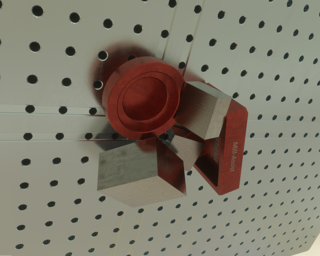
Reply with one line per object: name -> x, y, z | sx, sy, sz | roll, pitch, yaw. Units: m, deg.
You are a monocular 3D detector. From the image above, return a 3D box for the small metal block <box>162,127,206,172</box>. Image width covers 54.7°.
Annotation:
small metal block -> 0.029, 0.030, 0.441 | 0.050, 0.025, 0.050 | 17, 114, -24

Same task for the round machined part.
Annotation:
round machined part -> -0.021, -0.038, 0.366 | 0.099, 0.042, 0.097 | -14, 125, -21

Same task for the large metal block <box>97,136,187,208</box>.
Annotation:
large metal block -> -0.021, 0.059, 0.392 | 0.080, 0.050, 0.080 | -17, 146, 21

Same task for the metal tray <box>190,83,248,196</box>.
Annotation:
metal tray -> 0.073, 0.015, 0.420 | 0.030, 0.090, 0.129 | -17, 125, -19

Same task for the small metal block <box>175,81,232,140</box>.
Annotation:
small metal block -> 0.049, -0.021, 0.357 | 0.025, 0.050, 0.050 | -9, 122, -41
